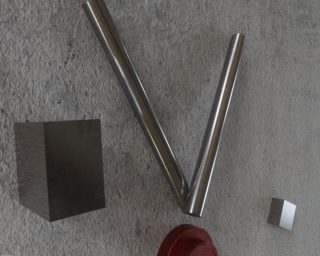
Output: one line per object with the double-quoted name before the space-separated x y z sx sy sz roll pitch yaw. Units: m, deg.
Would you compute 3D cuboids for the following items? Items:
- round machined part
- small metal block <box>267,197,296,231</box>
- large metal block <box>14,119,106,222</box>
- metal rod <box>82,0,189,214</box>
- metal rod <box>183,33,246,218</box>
"round machined part" 0.045 0.189 0.434 0.099 0.042 0.097 0 90 -40
"small metal block" 0.241 0.170 0.611 0.050 0.025 0.050 29 72 -37
"large metal block" -0.096 0.033 0.290 0.050 0.080 0.079 -5 93 -40
"metal rod" -0.016 -0.013 0.392 0.025 0.025 0.299 -38 114 -34
"metal rod" 0.087 -0.018 0.461 0.025 0.025 0.300 35 63 -35
